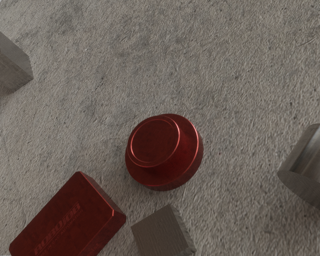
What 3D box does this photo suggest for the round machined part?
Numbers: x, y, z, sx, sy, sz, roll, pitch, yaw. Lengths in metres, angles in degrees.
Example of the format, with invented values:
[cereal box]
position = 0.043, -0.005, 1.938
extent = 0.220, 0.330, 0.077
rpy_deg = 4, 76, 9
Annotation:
[round machined part]
position = 0.000, 0.024, 0.378
extent = 0.098, 0.042, 0.098
rpy_deg = -13, 56, 20

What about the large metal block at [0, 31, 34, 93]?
[large metal block]
position = -0.299, -0.129, 0.602
extent = 0.050, 0.080, 0.080
rpy_deg = -34, 52, 6

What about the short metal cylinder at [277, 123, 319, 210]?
[short metal cylinder]
position = 0.151, 0.040, 0.265
extent = 0.080, 0.080, 0.050
rpy_deg = 30, 79, 37

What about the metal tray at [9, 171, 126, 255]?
[metal tray]
position = -0.115, 0.129, 0.380
extent = 0.130, 0.030, 0.090
rpy_deg = -48, 52, -6

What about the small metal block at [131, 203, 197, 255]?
[small metal block]
position = 0.003, 0.118, 0.329
extent = 0.050, 0.025, 0.050
rpy_deg = -33, 52, 6
